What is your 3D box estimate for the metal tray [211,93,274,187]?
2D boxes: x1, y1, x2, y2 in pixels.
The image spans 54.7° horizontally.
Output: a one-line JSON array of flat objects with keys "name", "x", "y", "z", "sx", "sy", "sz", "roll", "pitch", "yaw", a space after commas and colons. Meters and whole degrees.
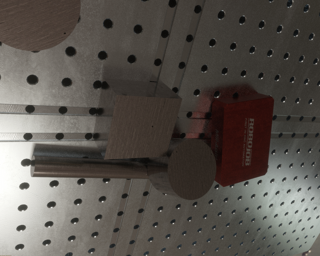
[{"name": "metal tray", "x": 0.124, "y": 0.017, "z": 0.472, "sx": 0.091, "sy": 0.030, "sz": 0.129, "roll": -10, "pitch": 111, "yaw": -24}]

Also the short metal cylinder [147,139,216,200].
[{"name": "short metal cylinder", "x": 0.030, "y": 0.055, "z": 0.425, "sx": 0.081, "sy": 0.050, "sz": 0.080, "roll": 1, "pitch": 87, "yaw": -32}]

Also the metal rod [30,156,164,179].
[{"name": "metal rod", "x": -0.020, "y": 0.060, "z": 0.438, "sx": 0.302, "sy": 0.025, "sz": 0.025, "roll": 7, "pitch": 115, "yaw": -32}]

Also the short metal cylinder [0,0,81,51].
[{"name": "short metal cylinder", "x": -0.114, "y": -0.112, "z": 0.264, "sx": 0.081, "sy": 0.050, "sz": 0.079, "roll": -14, "pitch": 124, "yaw": -21}]

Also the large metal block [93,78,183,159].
[{"name": "large metal block", "x": -0.029, "y": -0.011, "z": 0.374, "sx": 0.081, "sy": 0.050, "sz": 0.079, "roll": 0, "pitch": 118, "yaw": -29}]
